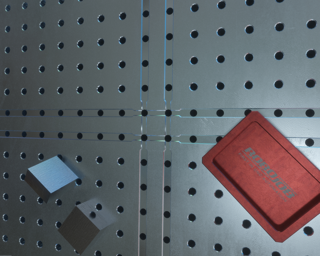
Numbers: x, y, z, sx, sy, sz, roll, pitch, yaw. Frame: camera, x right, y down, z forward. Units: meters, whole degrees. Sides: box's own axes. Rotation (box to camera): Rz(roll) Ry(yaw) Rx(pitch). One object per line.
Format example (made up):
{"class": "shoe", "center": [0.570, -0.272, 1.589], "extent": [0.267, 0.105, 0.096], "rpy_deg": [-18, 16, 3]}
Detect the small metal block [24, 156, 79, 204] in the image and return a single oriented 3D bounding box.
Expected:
{"class": "small metal block", "center": [-0.157, 0.074, 0.450], "extent": [0.050, 0.050, 0.025], "rpy_deg": [41, 125, 15]}

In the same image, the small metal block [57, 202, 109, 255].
{"class": "small metal block", "center": [-0.112, 0.145, 0.451], "extent": [0.050, 0.025, 0.050], "rpy_deg": [40, 102, 15]}

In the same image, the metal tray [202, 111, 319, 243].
{"class": "metal tray", "center": [0.126, 0.054, 0.365], "extent": [0.090, 0.030, 0.130], "rpy_deg": [-46, 76, 14]}
